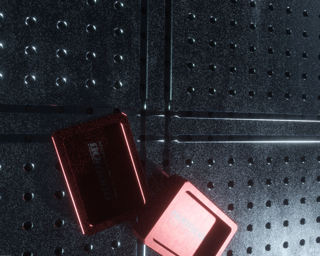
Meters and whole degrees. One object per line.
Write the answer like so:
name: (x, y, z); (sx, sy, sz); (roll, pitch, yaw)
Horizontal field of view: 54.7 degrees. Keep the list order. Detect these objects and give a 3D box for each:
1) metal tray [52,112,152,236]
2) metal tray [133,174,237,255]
metal tray: (-0.070, 0.054, 0.384); (0.091, 0.030, 0.129); (-18, 96, -20)
metal tray: (0.038, 0.133, 0.407); (0.130, 0.030, 0.090); (45, 76, -31)
